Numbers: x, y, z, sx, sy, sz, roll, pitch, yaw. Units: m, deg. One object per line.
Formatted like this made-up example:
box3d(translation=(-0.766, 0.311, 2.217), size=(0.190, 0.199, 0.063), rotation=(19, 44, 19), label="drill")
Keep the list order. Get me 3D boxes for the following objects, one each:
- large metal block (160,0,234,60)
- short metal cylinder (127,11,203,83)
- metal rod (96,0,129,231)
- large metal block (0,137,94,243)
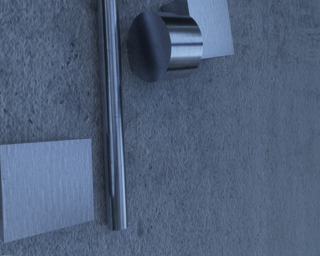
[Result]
box3d(translation=(0.054, -0.135, 0.433), size=(0.081, 0.050, 0.079), rotation=(-17, 101, -39), label="large metal block")
box3d(translation=(0.005, -0.097, 0.372), size=(0.050, 0.080, 0.079), rotation=(-14, 99, -39), label="short metal cylinder")
box3d(translation=(-0.055, -0.033, 0.357), size=(0.025, 0.025, 0.298), rotation=(-4, 93, -40), label="metal rod")
box3d(translation=(-0.113, 0.052, 0.294), size=(0.081, 0.050, 0.079), rotation=(-3, 92, -40), label="large metal block")
